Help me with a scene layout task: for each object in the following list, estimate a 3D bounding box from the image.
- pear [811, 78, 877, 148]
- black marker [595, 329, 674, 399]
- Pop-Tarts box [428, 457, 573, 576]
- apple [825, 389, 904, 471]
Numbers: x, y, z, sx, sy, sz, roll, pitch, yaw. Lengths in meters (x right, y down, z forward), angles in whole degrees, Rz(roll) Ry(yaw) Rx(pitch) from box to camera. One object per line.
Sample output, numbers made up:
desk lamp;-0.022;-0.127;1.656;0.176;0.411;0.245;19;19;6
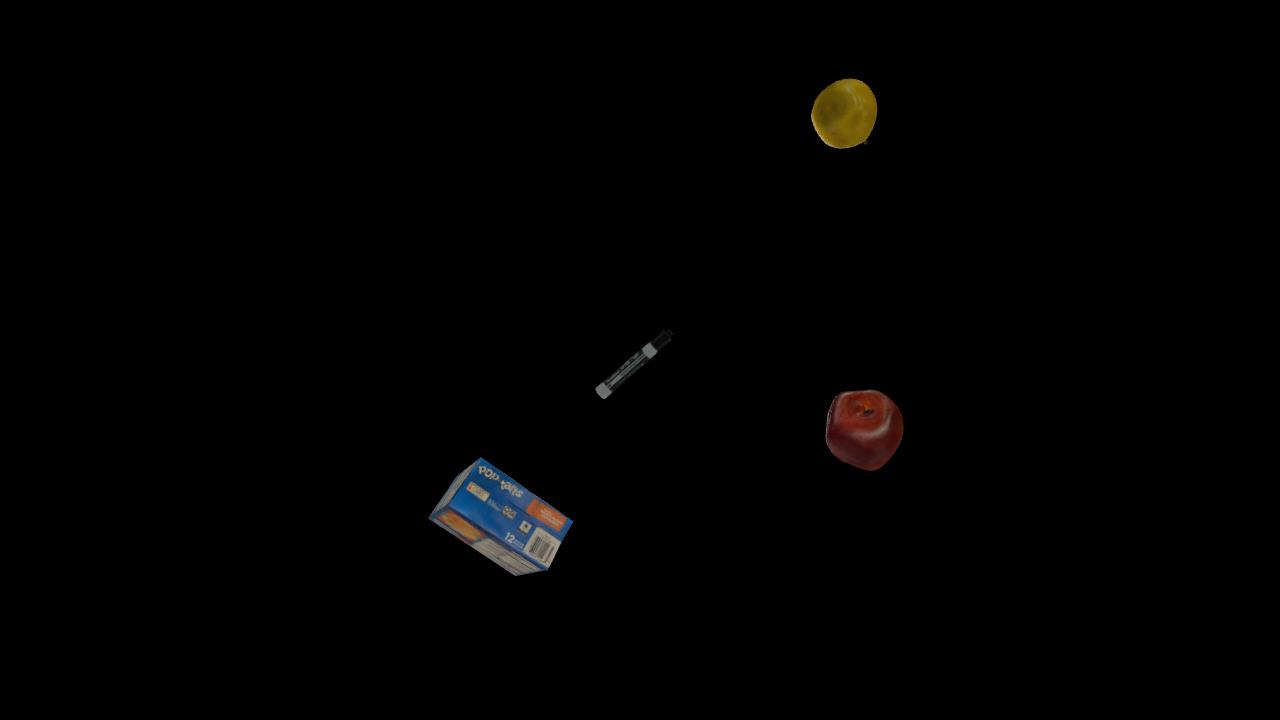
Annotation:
pear;0.260;-0.296;0.754;0.080;0.080;0.111;0;6;38
black marker;-0.006;0.004;0.766;0.121;0.020;0.020;-41;-10;11
Pop-Tarts box;-0.207;0.235;0.908;0.167;0.083;0.141;38;-35;-11
apple;0.227;0.072;0.625;0.079;0.079;0.093;0;-34;16
